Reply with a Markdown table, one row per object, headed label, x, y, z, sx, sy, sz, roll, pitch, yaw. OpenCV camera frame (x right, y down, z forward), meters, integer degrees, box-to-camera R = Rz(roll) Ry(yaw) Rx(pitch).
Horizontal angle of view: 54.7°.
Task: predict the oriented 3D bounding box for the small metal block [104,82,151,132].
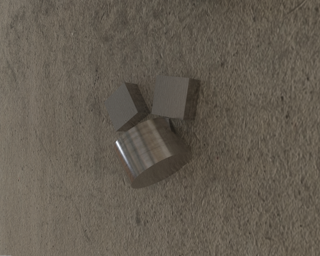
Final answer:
| label | x | y | z | sx | sy | sz | roll | pitch | yaw |
| --- | --- | --- | --- | --- | --- | --- | --- | --- | --- |
| small metal block | -0.048 | -0.029 | 0.442 | 0.050 | 0.025 | 0.050 | -38 | 67 | 33 |

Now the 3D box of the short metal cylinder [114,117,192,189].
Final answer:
| label | x | y | z | sx | sy | sz | roll | pitch | yaw |
| --- | --- | --- | --- | --- | --- | --- | --- | --- | --- |
| short metal cylinder | -0.009 | 0.031 | 0.375 | 0.080 | 0.081 | 0.050 | -44 | 64 | 31 |

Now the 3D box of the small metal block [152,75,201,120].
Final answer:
| label | x | y | z | sx | sy | sz | roll | pitch | yaw |
| --- | --- | --- | --- | --- | --- | --- | --- | --- | --- |
| small metal block | 0.020 | -0.038 | 0.387 | 0.050 | 0.025 | 0.050 | 13 | 98 | 39 |
